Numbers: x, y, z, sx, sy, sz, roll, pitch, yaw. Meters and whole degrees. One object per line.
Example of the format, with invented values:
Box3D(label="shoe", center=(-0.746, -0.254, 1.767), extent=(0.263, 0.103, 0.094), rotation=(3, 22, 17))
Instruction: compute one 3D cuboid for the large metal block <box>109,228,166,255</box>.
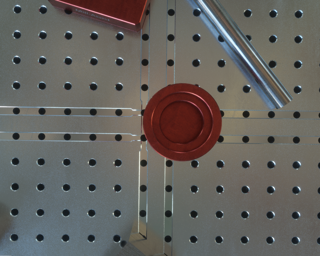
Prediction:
Box3D(label="large metal block", center=(-0.033, 0.193, 0.401), extent=(0.080, 0.050, 0.080), rotation=(40, 90, 0))

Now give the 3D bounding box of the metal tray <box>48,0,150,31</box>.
Box3D(label="metal tray", center=(-0.076, -0.192, 0.410), extent=(0.131, 0.030, 0.090), rotation=(17, 90, 0))

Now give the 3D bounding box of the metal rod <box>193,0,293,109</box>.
Box3D(label="metal rod", center=(0.076, -0.151, 0.413), extent=(0.025, 0.025, 0.300), rotation=(-38, 90, 0))

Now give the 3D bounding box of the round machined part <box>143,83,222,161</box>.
Box3D(label="round machined part", center=(0.028, -0.007, 0.405), extent=(0.099, 0.042, 0.097), rotation=(0, 90, 0))
